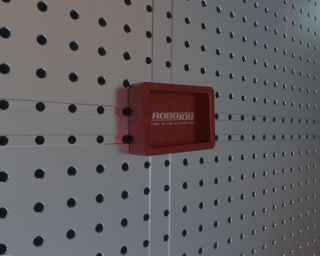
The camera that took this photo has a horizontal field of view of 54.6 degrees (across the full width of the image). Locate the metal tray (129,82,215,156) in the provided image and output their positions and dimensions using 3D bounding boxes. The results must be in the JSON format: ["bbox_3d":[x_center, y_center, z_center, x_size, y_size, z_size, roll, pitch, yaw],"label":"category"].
[{"bbox_3d":[0.021,-0.013,0.421,0.131,0.030,0.090,-2,92,-40],"label":"metal tray"}]
